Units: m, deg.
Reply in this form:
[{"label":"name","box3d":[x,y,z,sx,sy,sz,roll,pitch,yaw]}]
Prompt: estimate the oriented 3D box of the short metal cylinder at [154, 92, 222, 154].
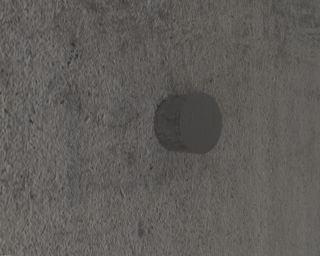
[{"label":"short metal cylinder","box3d":[0.038,-0.006,0.419,0.081,0.050,0.080,0,90,-40]}]
